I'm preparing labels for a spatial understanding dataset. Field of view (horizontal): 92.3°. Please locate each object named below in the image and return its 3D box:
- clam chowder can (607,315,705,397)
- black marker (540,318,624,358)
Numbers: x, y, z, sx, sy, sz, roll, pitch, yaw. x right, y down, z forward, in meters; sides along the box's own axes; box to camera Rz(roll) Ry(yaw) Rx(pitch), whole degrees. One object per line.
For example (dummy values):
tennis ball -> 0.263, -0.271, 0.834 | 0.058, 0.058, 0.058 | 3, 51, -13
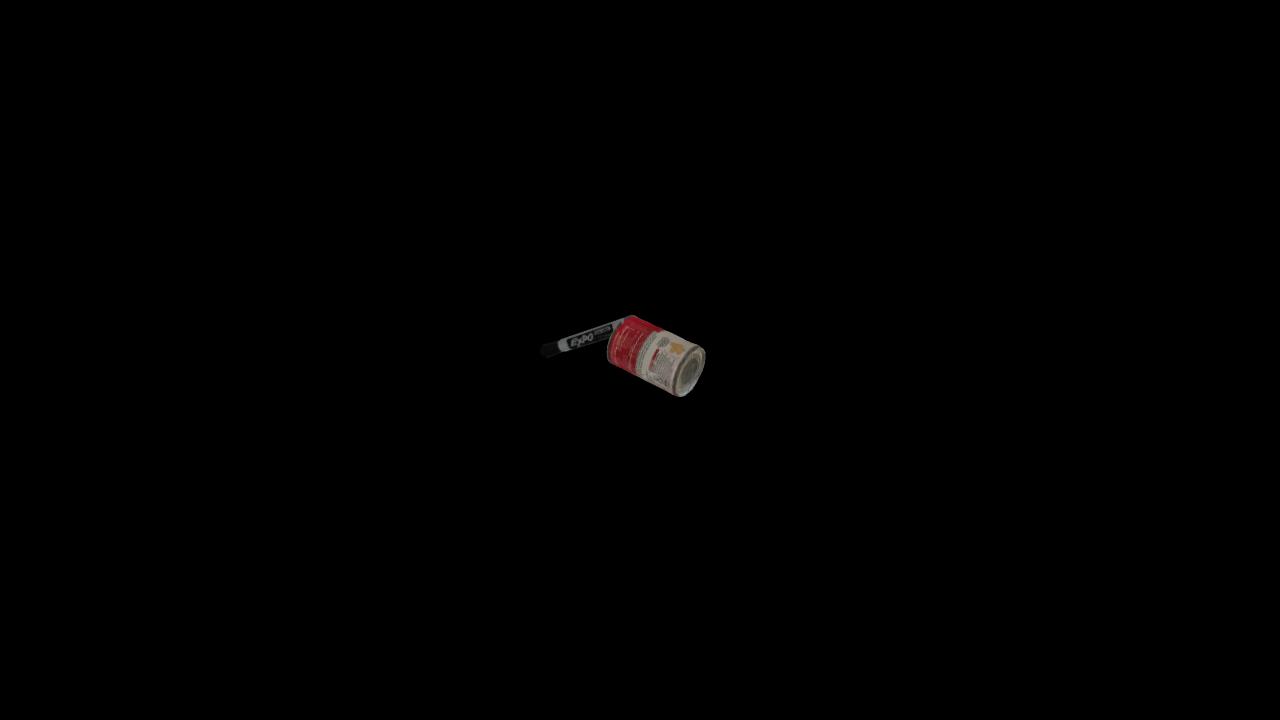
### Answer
clam chowder can -> 0.020, -0.005, 0.744 | 0.102, 0.068, 0.068 | 27, 13, 27
black marker -> -0.071, -0.026, 0.767 | 0.121, 0.020, 0.020 | -17, -6, 19
